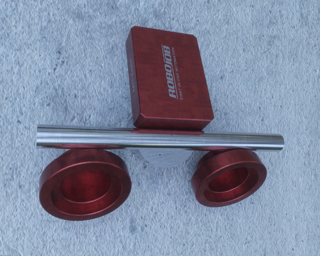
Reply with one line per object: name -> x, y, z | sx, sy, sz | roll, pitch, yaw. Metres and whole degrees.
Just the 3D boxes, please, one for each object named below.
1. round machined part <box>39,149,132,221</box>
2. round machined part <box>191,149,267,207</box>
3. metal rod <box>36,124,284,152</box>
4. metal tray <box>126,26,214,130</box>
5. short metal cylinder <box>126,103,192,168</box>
round machined part -> -0.085, 0.059, 0.353 | 0.099, 0.042, 0.097 | -11, 132, -12
round machined part -> 0.088, 0.061, 0.417 | 0.099, 0.042, 0.097 | -10, 136, -10
metal rod -> 0.017, 0.014, 0.365 | 0.303, 0.025, 0.025 | 2, 89, -21
metal tray -> 0.009, -0.062, 0.383 | 0.091, 0.030, 0.130 | 2, 63, -20
short metal cylinder -> 0.001, 0.008, 0.399 | 0.081, 0.050, 0.079 | 0, 90, -21
